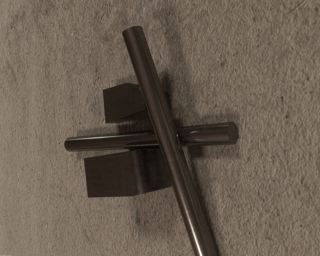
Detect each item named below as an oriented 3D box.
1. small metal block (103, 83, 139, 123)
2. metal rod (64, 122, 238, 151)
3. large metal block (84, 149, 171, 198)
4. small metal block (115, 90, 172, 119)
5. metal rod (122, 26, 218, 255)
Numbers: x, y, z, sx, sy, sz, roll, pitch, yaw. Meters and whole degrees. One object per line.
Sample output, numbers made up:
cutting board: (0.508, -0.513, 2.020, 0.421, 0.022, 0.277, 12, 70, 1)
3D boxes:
small metal block: (-0.055, -0.034, 0.448, 0.050, 0.025, 0.050, -9, 84, 39)
metal rod: (-0.036, 0.017, 0.432, 0.300, 0.025, 0.025, -6, 87, 39)
large metal block: (-0.038, 0.057, 0.398, 0.080, 0.081, 0.050, -12, 83, 39)
small metal block: (-0.022, -0.029, 0.405, 0.050, 0.050, 0.025, -17, 80, 38)
metal rod: (0.014, 0.027, 0.361, 0.025, 0.025, 0.298, -20, 87, 38)
